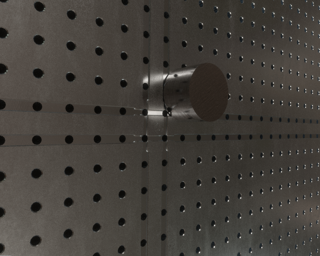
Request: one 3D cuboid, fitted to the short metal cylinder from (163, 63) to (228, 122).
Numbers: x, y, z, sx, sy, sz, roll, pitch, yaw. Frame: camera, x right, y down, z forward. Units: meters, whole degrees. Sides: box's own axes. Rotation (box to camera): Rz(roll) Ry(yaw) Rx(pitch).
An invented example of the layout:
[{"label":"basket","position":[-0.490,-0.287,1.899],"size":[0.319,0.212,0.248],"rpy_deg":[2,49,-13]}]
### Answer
[{"label":"short metal cylinder","position":[0.052,-0.048,0.438],"size":[0.081,0.050,0.079],"rpy_deg":[0,90,-40]}]
